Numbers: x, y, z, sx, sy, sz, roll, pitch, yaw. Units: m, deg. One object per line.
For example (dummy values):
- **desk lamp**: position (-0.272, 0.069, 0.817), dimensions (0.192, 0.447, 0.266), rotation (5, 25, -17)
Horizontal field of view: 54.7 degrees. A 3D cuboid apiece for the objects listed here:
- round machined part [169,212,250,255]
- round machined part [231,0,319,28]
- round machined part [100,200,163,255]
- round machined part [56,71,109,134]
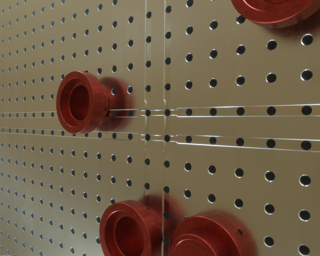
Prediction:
- **round machined part**: position (0.050, 0.151, 0.356), dimensions (0.098, 0.042, 0.097), rotation (0, 90, 39)
- **round machined part**: position (0.120, -0.145, 0.298), dimensions (0.098, 0.042, 0.097), rotation (0, 90, 39)
- **round machined part**: position (-0.035, 0.148, 0.425), dimensions (0.098, 0.042, 0.097), rotation (0, 90, 39)
- **round machined part**: position (-0.120, -0.039, 0.494), dimensions (0.098, 0.042, 0.097), rotation (0, 90, 39)
